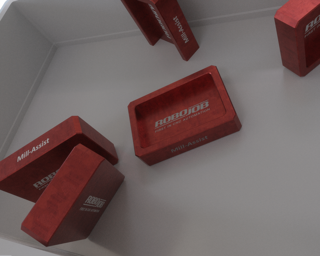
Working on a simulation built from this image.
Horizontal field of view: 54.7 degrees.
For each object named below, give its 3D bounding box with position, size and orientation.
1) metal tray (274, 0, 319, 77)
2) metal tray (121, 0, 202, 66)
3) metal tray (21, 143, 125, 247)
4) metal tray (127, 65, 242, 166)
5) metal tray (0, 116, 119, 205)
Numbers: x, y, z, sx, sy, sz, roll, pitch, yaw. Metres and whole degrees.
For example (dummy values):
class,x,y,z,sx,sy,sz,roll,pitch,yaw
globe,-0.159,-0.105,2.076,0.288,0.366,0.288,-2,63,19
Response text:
class,x,y,z,sx,sy,sz,roll,pitch,yaw
metal tray,0.192,-0.129,0.342,0.130,0.090,0.030,-40,51,1
metal tray,0.000,-0.154,0.452,0.090,0.130,0.030,35,82,38
metal tray,-0.084,0.075,0.336,0.030,0.130,0.090,29,77,11
metal tray,0.027,-0.016,0.398,0.130,0.030,0.090,-23,53,14
metal tray,-0.133,0.047,0.404,0.130,0.090,0.030,-31,52,8
